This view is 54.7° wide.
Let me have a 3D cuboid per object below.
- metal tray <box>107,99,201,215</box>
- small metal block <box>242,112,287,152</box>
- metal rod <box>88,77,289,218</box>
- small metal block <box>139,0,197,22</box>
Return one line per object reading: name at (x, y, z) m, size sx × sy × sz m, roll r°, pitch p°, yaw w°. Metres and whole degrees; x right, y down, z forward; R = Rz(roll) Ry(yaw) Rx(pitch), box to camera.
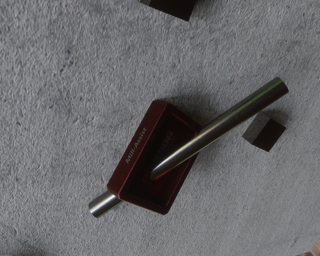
metal tray at (0.001, 0.040, 0.405) m, size 0.090 × 0.030 × 0.130 m, roll 33°, pitch 82°, yaw -39°
small metal block at (0.171, 0.007, 0.507) m, size 0.050 × 0.025 × 0.050 m, roll 22°, pitch 106°, yaw -37°
metal rod at (0.032, 0.030, 0.410) m, size 0.300 × 0.025 × 0.025 m, roll -35°, pitch 130°, yaw 8°
small metal block at (0.013, -0.146, 0.325) m, size 0.050 × 0.025 × 0.050 m, roll 9°, pitch 114°, yaw -33°
